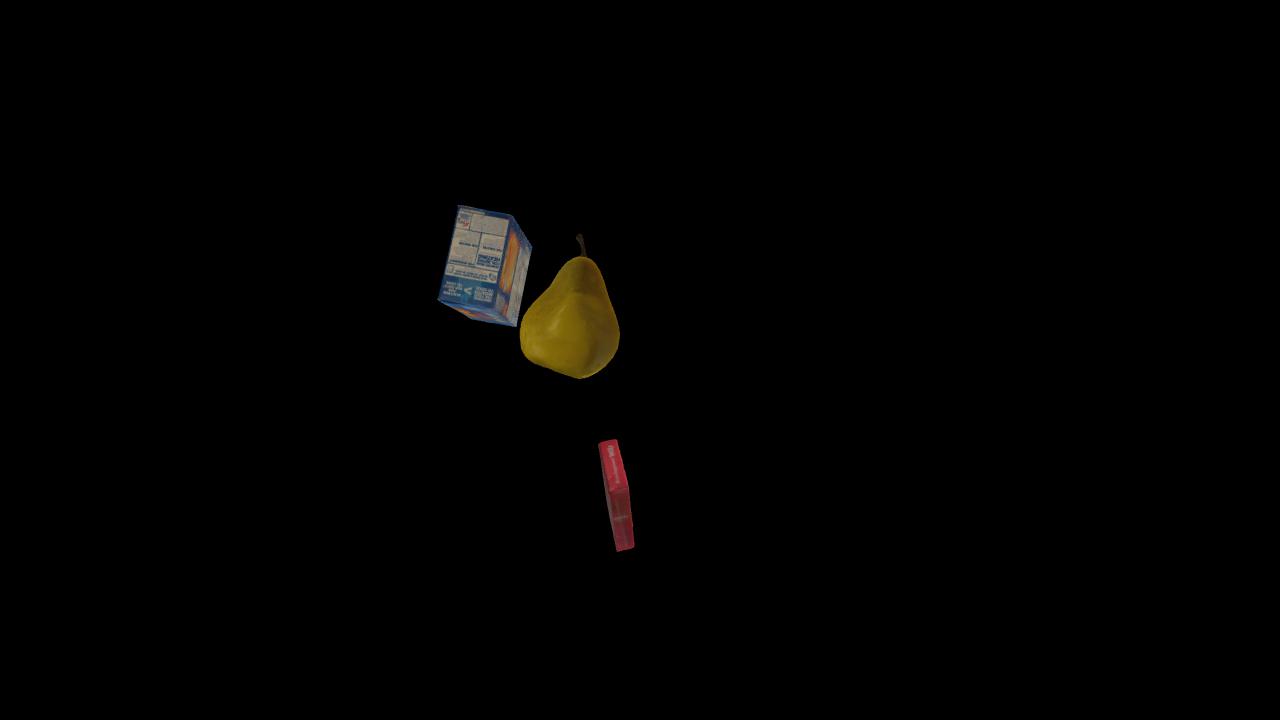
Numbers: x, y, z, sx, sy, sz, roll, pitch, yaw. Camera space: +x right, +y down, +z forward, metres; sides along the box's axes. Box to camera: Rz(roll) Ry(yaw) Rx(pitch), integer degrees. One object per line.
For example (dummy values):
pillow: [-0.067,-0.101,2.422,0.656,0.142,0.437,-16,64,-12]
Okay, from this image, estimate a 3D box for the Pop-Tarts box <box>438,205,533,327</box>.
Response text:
Pop-Tarts box: [-0.229,-0.135,0.935,0.083,0.141,0.167,10,-5,1]

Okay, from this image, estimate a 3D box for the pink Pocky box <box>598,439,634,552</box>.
pink Pocky box: [-0.032,0.192,0.862,0.029,0.155,0.084,-11,43,-7]

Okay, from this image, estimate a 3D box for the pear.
pear: [-0.048,-0.043,0.490,0.080,0.111,0.080,19,-1,1]
